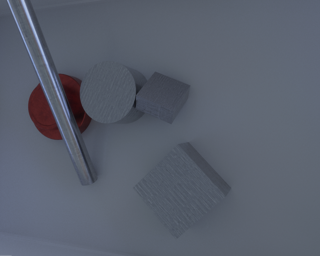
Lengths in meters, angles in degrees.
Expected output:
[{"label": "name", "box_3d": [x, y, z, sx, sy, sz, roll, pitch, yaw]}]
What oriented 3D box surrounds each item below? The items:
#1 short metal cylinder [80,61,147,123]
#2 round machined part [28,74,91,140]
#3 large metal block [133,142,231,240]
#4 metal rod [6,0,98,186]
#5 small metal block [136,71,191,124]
[{"label": "short metal cylinder", "box_3d": [-0.059, -0.046, 0.417, 0.080, 0.050, 0.079, 0, 90, 19]}, {"label": "round machined part", "box_3d": [-0.151, -0.031, 0.453, 0.098, 0.042, 0.097, 0, 90, 19]}, {"label": "large metal block", "box_3d": [0.028, 0.075, 0.387, 0.080, 0.050, 0.080, -46, 76, 14]}, {"label": "metal rod", "box_3d": [-0.139, -0.058, 0.394, 0.025, 0.025, 0.298, -8, 112, 19]}, {"label": "small metal block", "box_3d": [0.004, -0.039, 0.391, 0.050, 0.025, 0.050, 24, 53, 13]}]
